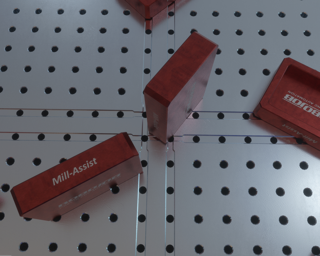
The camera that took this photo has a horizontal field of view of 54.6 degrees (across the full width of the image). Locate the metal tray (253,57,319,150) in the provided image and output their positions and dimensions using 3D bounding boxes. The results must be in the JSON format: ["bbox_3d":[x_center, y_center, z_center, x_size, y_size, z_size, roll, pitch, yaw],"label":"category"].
[{"bbox_3d":[0.207,-0.028,0.420,0.130,0.030,0.090,30,73,10],"label":"metal tray"}]

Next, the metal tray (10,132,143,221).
[{"bbox_3d":[-0.086,0.059,0.355,0.131,0.090,0.030,-27,73,-10],"label":"metal tray"}]

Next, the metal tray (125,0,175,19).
[{"bbox_3d":[-0.002,-0.245,0.499,0.130,0.030,0.090,-41,75,-14],"label":"metal tray"}]

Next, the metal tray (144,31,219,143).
[{"bbox_3d":[0.023,-0.041,0.371,0.030,0.130,0.090,36,74,12],"label":"metal tray"}]
